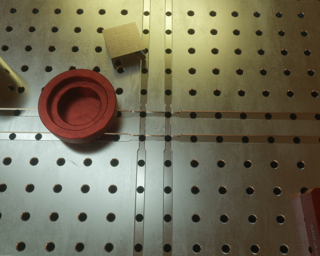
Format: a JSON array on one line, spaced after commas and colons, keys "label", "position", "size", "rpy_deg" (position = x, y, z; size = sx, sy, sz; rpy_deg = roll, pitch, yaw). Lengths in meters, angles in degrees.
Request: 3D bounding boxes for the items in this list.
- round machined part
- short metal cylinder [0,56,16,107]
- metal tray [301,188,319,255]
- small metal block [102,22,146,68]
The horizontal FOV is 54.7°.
[{"label": "round machined part", "position": [-0.105, -0.026, 0.411], "size": [0.099, 0.042, 0.098], "rpy_deg": [0, 70, -1]}, {"label": "short metal cylinder", "position": [-0.247, -0.069, 0.421], "size": [0.081, 0.050, 0.080], "rpy_deg": [0, 70, -1]}, {"label": "metal tray", "position": [0.227, 0.136, 0.362], "size": [0.091, 0.030, 0.130], "rpy_deg": [-2, 70, -1]}, {"label": "small metal block", "position": [-0.053, -0.123, 0.456], "size": [0.050, 0.025, 0.050], "rpy_deg": [-17, 71, -7]}]
